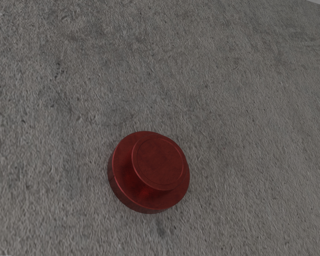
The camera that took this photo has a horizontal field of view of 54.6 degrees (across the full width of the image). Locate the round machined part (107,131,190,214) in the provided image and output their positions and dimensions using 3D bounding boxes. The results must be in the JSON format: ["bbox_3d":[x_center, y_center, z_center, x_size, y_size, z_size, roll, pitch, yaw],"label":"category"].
[{"bbox_3d":[-0.008,0.046,0.360,0.099,0.042,0.098,13,56,-21],"label":"round machined part"}]
